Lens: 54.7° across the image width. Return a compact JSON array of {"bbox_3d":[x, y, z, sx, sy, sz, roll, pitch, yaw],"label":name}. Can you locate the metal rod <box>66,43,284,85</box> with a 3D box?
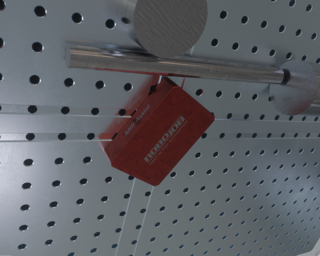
[{"bbox_3d":[0.040,-0.075,0.386,0.303,0.025,0.025,-1,119,-28],"label":"metal rod"}]

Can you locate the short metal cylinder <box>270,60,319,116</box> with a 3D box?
[{"bbox_3d":[0.211,-0.057,0.455,0.050,0.080,0.079,1,118,-29],"label":"short metal cylinder"}]

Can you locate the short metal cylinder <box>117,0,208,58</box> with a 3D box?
[{"bbox_3d":[0.002,-0.119,0.322,0.081,0.050,0.079,-14,124,-21],"label":"short metal cylinder"}]

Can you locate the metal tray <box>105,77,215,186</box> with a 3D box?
[{"bbox_3d":[0.001,0.009,0.414,0.090,0.030,0.130,34,99,-39],"label":"metal tray"}]
